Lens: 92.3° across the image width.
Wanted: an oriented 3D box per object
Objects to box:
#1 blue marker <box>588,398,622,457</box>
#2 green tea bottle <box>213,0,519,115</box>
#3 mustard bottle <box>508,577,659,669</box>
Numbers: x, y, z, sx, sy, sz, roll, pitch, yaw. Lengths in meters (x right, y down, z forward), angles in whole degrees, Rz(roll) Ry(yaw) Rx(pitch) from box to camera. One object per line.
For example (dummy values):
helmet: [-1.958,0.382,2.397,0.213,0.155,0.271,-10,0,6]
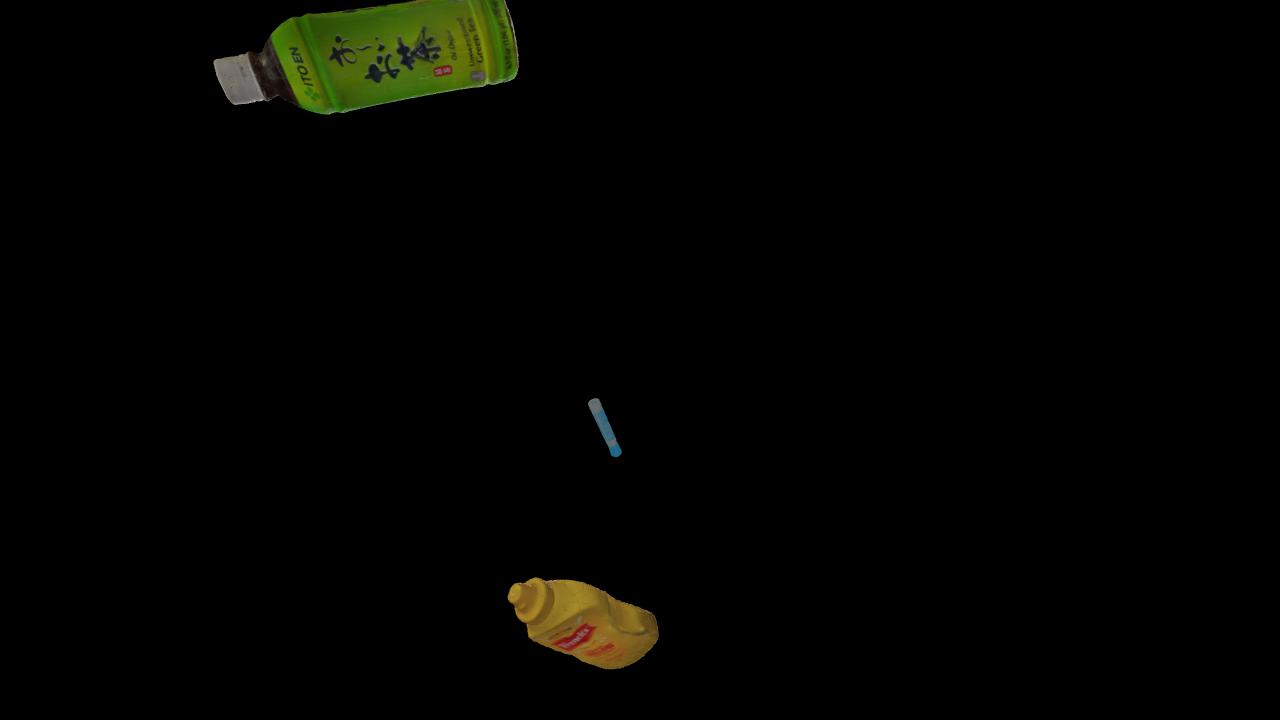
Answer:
blue marker: [-0.054,0.110,0.972,0.020,0.121,0.020,-13,37,10]
green tea bottle: [-0.203,-0.230,0.470,0.212,0.073,0.073,-21,6,-15]
mustard bottle: [-0.067,0.269,0.639,0.092,0.054,0.184,-29,-49,22]
